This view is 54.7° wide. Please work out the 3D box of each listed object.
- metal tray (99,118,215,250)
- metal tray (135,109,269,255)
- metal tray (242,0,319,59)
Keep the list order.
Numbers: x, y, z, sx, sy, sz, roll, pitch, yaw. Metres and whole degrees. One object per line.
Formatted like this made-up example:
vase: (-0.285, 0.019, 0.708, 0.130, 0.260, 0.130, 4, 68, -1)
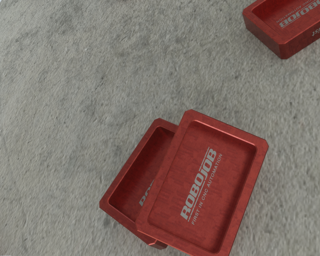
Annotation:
metal tray: (0.000, 0.060, 0.362, 0.090, 0.030, 0.130, 24, 74, 36)
metal tray: (0.042, 0.057, 0.311, 0.090, 0.030, 0.130, 23, 76, 6)
metal tray: (0.186, -0.156, 0.398, 0.130, 0.030, 0.090, -33, 52, 6)
